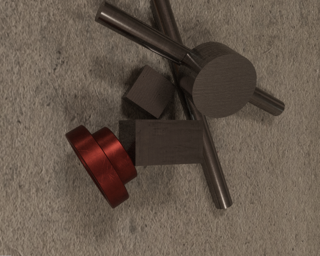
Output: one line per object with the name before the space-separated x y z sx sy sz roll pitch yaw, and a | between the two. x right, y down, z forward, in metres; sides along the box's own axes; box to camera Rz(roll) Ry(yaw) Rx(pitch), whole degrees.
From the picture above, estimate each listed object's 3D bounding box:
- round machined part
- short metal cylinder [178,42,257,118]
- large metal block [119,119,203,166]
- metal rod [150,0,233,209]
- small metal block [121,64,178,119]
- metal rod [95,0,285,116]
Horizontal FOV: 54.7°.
round machined part | -0.062 0.037 0.348 0.042 0.098 0.098 -33 101 -17
short metal cylinder | 0.068 -0.059 0.377 0.081 0.050 0.079 -8 122 -13
large metal block | -0.002 0.015 0.380 0.081 0.080 0.050 0 90 -21
metal rod | 0.045 -0.030 0.426 0.025 0.025 0.298 -21 97 -19
small metal block | -0.014 -0.046 0.405 0.050 0.025 0.050 35 79 -17
metal rod | 0.059 -0.079 0.408 0.302 0.025 0.025 22 83 -28
